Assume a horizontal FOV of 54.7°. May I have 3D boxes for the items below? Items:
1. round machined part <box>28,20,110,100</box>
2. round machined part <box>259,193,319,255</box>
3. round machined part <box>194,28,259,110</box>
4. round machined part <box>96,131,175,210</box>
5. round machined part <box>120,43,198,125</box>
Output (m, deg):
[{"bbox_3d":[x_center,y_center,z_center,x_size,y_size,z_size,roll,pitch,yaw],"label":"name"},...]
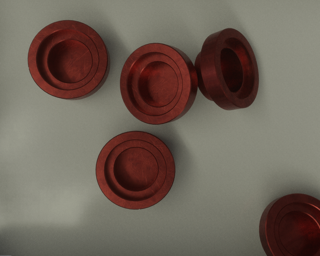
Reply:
[{"bbox_3d":[-0.114,-0.084,0.401,0.099,0.042,0.097,0,90,-1],"label":"round machined part"},{"bbox_3d":[0.174,0.136,0.395,0.099,0.042,0.098,2,68,-5],"label":"round machined part"},{"bbox_3d":[0.080,-0.070,0.387,0.099,0.042,0.097,8,78,-44],"label":"round machined part"},{"bbox_3d":[-0.030,0.052,0.403,0.099,0.042,0.097,0,90,-1],"label":"round machined part"},{"bbox_3d":[0.002,-0.055,0.390,0.098,0.042,0.097,4,99,27],"label":"round machined part"}]
